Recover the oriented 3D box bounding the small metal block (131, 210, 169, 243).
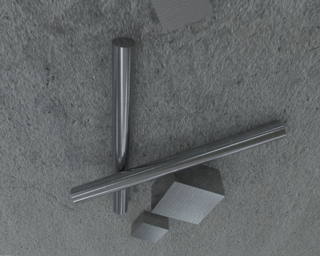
[{"bbox_3d":[-0.019,0.179,0.560,0.050,0.025,0.050,22,127,-18],"label":"small metal block"}]

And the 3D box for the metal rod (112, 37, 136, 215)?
[{"bbox_3d":[-0.053,0.022,0.425,0.025,0.025,0.298,4,130,-4],"label":"metal rod"}]

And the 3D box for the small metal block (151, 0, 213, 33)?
[{"bbox_3d":[0.019,-0.127,0.299,0.050,0.025,0.050,-17,128,13],"label":"small metal block"}]

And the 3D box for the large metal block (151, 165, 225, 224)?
[{"bbox_3d":[0.040,0.096,0.474,0.081,0.050,0.079,19,128,-16],"label":"large metal block"}]

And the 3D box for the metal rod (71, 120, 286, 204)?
[{"bbox_3d":[0.020,0.049,0.427,0.301,0.025,0.025,-19,128,6],"label":"metal rod"}]
